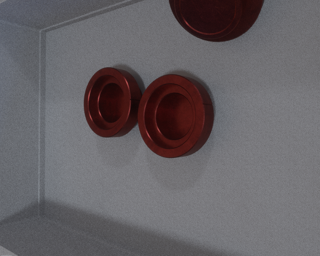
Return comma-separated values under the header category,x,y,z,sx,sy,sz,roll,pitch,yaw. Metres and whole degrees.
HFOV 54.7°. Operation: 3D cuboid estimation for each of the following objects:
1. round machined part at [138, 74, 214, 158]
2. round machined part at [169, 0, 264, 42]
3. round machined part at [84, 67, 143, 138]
category,x,y,z,sx,sy,sz,roll,pitch,yaw
round machined part,0.023,-0.014,0.375,0.098,0.042,0.097,0,90,39
round machined part,0.054,-0.131,0.315,0.098,0.042,0.097,16,139,15
round machined part,-0.062,-0.035,0.445,0.098,0.042,0.097,0,90,39
